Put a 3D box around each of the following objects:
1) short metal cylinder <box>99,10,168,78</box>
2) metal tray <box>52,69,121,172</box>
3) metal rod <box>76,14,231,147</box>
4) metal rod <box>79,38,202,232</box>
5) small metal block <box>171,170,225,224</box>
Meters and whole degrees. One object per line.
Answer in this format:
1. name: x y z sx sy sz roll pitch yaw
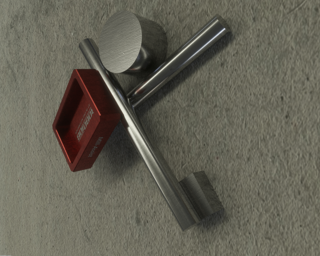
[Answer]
1. short metal cylinder: -0.037 -0.111 0.417 0.080 0.050 0.079 0 90 39
2. metal tray: -0.110 -0.009 0.441 0.090 0.030 0.129 58 135 24
3. metal rod: -0.029 -0.044 0.429 0.299 0.025 0.025 -36 68 33
4. metal rod: -0.037 -0.008 0.403 0.025 0.025 0.299 -46 63 30
5. small metal block: 0.040 0.086 0.371 0.050 0.025 0.050 -41 66 32
